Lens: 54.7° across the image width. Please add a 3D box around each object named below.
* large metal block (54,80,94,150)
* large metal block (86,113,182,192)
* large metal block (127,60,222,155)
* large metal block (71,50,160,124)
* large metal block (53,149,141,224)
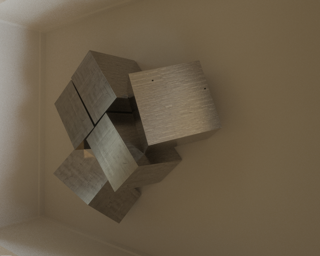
[{"bbox_3d":[-0.090,-0.018,0.441,0.050,0.081,0.080,-45,63,30],"label":"large metal block"},{"bbox_3d":[-0.033,0.028,0.393,0.050,0.081,0.080,-49,61,29],"label":"large metal block"},{"bbox_3d":[0.013,-0.022,0.349,0.050,0.081,0.080,118,137,-72],"label":"large metal block"},{"bbox_3d":[-0.058,-0.051,0.415,0.050,0.081,0.080,-46,63,30],"label":"large metal block"},{"bbox_3d":[-0.085,0.078,0.428,0.080,0.080,0.050,28,73,36],"label":"large metal block"}]
